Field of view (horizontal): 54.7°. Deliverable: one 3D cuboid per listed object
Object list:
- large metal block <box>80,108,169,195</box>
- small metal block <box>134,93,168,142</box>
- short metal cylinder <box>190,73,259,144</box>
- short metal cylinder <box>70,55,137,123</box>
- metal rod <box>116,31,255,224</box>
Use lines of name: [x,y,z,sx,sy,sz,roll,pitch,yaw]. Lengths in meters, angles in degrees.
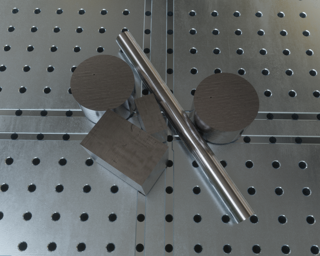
large metal block: [-0.037,0.032,0.366,0.080,0.080,0.050,32,74,11]
small metal block: [-0.011,-0.009,0.397,0.025,0.050,0.050,-20,72,-7]
short metal cylinder: [0.082,-0.025,0.404,0.081,0.050,0.080,0,70,0]
short metal cylinder: [-0.072,-0.050,0.412,0.081,0.050,0.080,0,70,0]
metal rod: [0.024,-0.013,0.412,0.025,0.025,0.299,-30,73,-10]
